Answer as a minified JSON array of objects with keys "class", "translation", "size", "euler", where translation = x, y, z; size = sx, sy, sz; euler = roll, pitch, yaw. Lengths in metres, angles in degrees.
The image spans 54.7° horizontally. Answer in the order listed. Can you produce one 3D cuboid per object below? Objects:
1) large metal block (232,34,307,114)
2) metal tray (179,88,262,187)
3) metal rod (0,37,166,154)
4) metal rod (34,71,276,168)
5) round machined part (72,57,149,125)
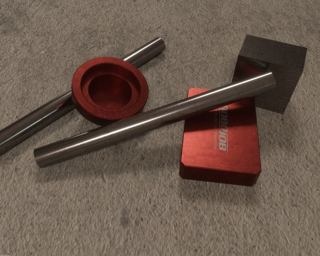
[{"class":"large metal block","translation":[0.147,-0.074,0.432],"size":[0.080,0.080,0.050],"euler":[18,52,14]},{"class":"metal tray","translation":[0.076,0.006,0.396],"size":[0.091,0.030,0.130],"euler":[6,50,4]},{"class":"metal rod","translation":[-0.104,-0.058,0.450],"size":[0.025,0.025,0.302],"euler":[36,58,26]},{"class":"metal rod","translation":[-0.003,-0.012,0.381],"size":[0.302,0.025,0.025],"euler":[-19,52,-4]},{"class":"round machined part","translation":[-0.068,-0.044,0.416],"size":[0.099,0.042,0.098],"euler":[7,61,-13]}]
